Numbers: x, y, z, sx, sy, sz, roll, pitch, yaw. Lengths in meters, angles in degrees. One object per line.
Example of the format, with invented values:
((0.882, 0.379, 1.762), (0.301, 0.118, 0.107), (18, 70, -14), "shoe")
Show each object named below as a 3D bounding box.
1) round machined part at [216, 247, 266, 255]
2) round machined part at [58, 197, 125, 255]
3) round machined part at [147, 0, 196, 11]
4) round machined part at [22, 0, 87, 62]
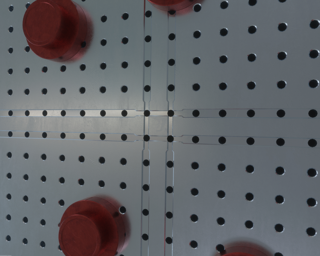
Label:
((0.099, 0.198, 0.369), (0.098, 0.042, 0.097), (0, 90, 20), "round machined part")
((-0.103, 0.151, 0.441), (0.098, 0.042, 0.097), (0, 90, 20), "round machined part")
((0.013, -0.207, 0.399), (0.098, 0.042, 0.097), (0, 90, 19), "round machined part")
((-0.163, -0.152, 0.462), (0.098, 0.042, 0.097), (0, 90, 20), "round machined part")
